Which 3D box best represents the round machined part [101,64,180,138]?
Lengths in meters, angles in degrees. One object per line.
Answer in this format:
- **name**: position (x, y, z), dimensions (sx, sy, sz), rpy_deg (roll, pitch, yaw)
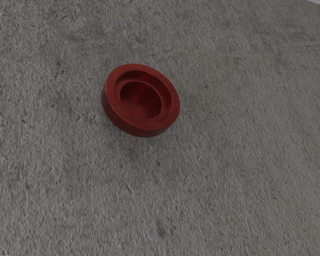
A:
- **round machined part**: position (-0.027, -0.031, 0.397), dimensions (0.099, 0.042, 0.098), rpy_deg (13, 56, -21)
